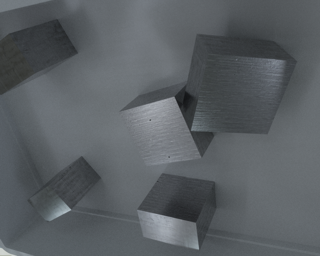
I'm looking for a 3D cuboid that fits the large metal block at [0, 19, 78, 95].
[{"bbox_3d":[-0.170,-0.093,0.403,0.080,0.080,0.050,-18,109,35],"label":"large metal block"}]

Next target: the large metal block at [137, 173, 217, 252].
[{"bbox_3d":[0.027,0.112,0.427,0.080,0.080,0.050,5,121,25],"label":"large metal block"}]

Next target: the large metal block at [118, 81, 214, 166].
[{"bbox_3d":[0.009,-0.004,0.384,0.080,0.050,0.080,-13,112,33],"label":"large metal block"}]

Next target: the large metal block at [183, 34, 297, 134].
[{"bbox_3d":[0.072,-0.042,0.306,0.081,0.050,0.079,3,125,-9],"label":"large metal block"}]

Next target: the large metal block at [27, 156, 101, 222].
[{"bbox_3d":[-0.159,0.102,0.518,0.080,0.080,0.050,-32,101,38],"label":"large metal block"}]
